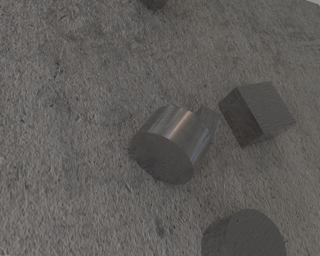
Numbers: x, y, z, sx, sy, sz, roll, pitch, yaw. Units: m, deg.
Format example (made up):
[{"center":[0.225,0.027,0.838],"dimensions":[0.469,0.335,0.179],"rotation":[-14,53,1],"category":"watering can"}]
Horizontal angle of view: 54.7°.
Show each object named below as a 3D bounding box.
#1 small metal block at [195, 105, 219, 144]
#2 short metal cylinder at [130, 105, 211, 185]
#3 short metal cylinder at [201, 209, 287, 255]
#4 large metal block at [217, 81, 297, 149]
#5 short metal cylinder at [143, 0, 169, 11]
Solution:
[{"center":[0.050,0.006,0.411],"dimensions":[0.025,0.050,0.050],"rotation":[28,52,-11],"category":"small metal block"},{"center":[0.013,0.020,0.363],"dimensions":[0.080,0.080,0.050],"rotation":[39,51,-2],"category":"short metal cylinder"},{"center":[0.095,0.139,0.354],"dimensions":[0.081,0.050,0.080],"rotation":[14,56,-21],"category":"short metal cylinder"},{"center":[0.150,-0.022,0.482],"dimensions":[0.081,0.050,0.080],"rotation":[-13,68,-33],"category":"large metal block"},{"center":[-0.002,-0.246,0.517],"dimensions":[0.050,0.080,0.080],"rotation":[40,51,-1],"category":"short metal cylinder"}]
